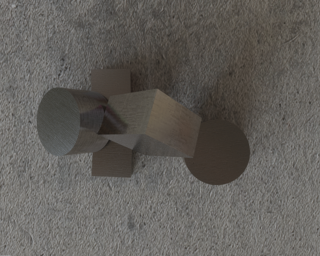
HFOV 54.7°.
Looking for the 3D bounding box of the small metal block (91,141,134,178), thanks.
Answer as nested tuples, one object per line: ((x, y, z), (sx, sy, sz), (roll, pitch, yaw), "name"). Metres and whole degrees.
((-0.062, 0.038, 0.410), (0.050, 0.025, 0.050), (3, 90, -1), "small metal block")

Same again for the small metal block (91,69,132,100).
((-0.063, -0.051, 0.410), (0.050, 0.025, 0.050), (-1, 90, -1), "small metal block")

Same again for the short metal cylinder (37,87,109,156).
((-0.105, -0.008, 0.379), (0.080, 0.050, 0.079), (1, 91, 35), "short metal cylinder")

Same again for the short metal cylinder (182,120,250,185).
((0.069, 0.029, 0.400), (0.081, 0.050, 0.079), (0, 90, -1), "short metal cylinder")

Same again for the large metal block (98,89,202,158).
((-0.011, -0.002, 0.365), (0.080, 0.080, 0.050), (29, 68, -42), "large metal block")
